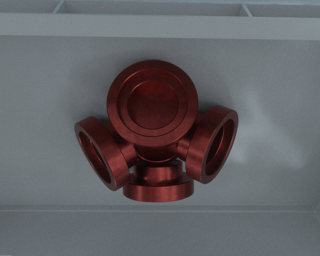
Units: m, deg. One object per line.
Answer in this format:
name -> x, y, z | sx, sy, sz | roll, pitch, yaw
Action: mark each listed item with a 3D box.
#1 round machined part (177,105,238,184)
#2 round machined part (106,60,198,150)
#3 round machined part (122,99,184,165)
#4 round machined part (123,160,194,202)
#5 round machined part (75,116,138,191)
round machined part -> 0.057, 0.017, 0.388 | 0.042, 0.099, 0.097 | 23, 137, 28
round machined part -> -0.007, -0.024, 0.351 | 0.099, 0.098, 0.042 | -3, 168, 2
round machined part -> -0.004, 0.010, 0.404 | 0.099, 0.042, 0.097 | -1, 130, 0
round machined part -> -0.003, 0.067, 0.428 | 0.099, 0.098, 0.042 | -1, 94, 0
round machined part -> -0.065, 0.028, 0.394 | 0.042, 0.098, 0.097 | -31, 135, -24
